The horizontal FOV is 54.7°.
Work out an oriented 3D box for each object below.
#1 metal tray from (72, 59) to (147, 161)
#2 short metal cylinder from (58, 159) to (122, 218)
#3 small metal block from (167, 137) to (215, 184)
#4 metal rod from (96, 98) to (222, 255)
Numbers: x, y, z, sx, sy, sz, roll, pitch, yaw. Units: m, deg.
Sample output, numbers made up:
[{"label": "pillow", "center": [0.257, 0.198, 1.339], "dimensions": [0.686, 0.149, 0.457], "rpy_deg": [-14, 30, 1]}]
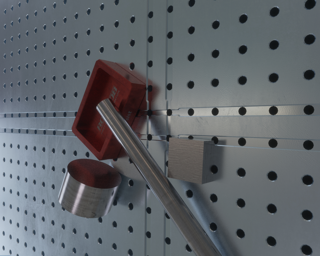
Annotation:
[{"label": "metal tray", "center": [-0.082, -0.027, 0.473], "dimensions": [0.090, 0.030, 0.129], "rpy_deg": [39, 114, 33]}, {"label": "short metal cylinder", "center": [-0.103, 0.087, 0.459], "dimensions": [0.080, 0.081, 0.050], "rpy_deg": [33, 111, 35]}, {"label": "small metal block", "center": [0.038, 0.038, 0.378], "dimensions": [0.050, 0.025, 0.050], "rpy_deg": [4, 93, 40]}, {"label": "metal rod", "center": [0.008, 0.081, 0.381], "dimensions": [0.025, 0.025, 0.299], "rpy_deg": [-48, 69, 29]}]
